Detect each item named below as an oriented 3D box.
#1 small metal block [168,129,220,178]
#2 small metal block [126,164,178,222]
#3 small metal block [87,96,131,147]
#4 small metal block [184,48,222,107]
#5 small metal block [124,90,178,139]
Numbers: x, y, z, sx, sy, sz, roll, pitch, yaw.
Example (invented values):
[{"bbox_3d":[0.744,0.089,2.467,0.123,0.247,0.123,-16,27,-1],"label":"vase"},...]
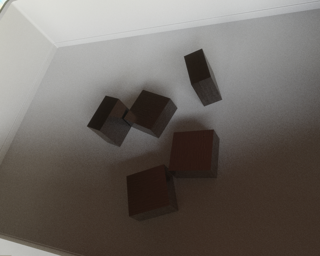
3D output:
[{"bbox_3d":[0.041,0.031,0.365,0.050,0.025,0.050,-5,59,26],"label":"small metal block"},{"bbox_3d":[-0.010,0.077,0.364,0.050,0.025,0.050,-20,54,16],"label":"small metal block"},{"bbox_3d":[-0.065,-0.009,0.430,0.025,0.050,0.050,17,70,35],"label":"small metal block"},{"bbox_3d":[0.056,-0.064,0.400,0.025,0.050,0.050,-21,54,16],"label":"small metal block"},{"bbox_3d":[-0.013,-0.020,0.425,0.050,0.025,0.050,22,73,36],"label":"small metal block"}]
